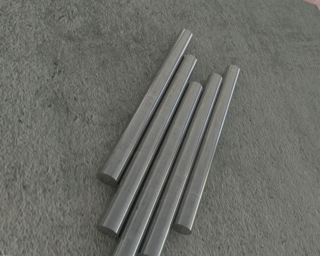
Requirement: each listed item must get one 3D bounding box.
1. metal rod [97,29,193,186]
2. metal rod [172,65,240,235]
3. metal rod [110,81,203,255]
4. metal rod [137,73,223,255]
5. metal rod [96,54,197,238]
[{"bbox_3d":[-0.007,-0.050,0.433,0.025,0.025,0.301,32,52,-8],"label":"metal rod"},{"bbox_3d":[0.075,0.008,0.442,0.025,0.025,0.301,32,52,-8],"label":"metal rod"},{"bbox_3d":[0.003,0.045,0.381,0.025,0.025,0.301,32,51,-8],"label":"metal rod"},{"bbox_3d":[0.038,0.028,0.410,0.025,0.025,0.301,32,52,-8],"label":"metal rod"},{"bbox_3d":[-0.003,-0.002,0.406,0.025,0.025,0.301,32,51,-8],"label":"metal rod"}]
